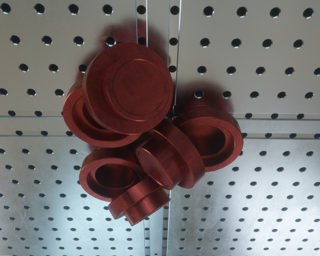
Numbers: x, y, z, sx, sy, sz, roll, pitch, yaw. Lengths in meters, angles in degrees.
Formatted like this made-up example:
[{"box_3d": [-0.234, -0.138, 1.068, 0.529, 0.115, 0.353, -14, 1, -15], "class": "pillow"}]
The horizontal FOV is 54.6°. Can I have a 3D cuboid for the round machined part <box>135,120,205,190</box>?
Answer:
[{"box_3d": [0.007, 0.040, 0.394, 0.042, 0.098, 0.098, -38, 133, -23], "class": "round machined part"}]

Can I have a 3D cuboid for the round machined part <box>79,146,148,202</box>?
[{"box_3d": [-0.064, 0.063, 0.452, 0.099, 0.042, 0.097, 0, 130, 0], "class": "round machined part"}]

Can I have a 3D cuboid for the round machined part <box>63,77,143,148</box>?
[{"box_3d": [-0.063, -0.025, 0.377, 0.099, 0.042, 0.097, 0, 130, 0], "class": "round machined part"}]

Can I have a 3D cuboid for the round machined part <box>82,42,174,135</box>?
[{"box_3d": [-0.028, -0.041, 0.329, 0.099, 0.042, 0.097, -1, 93, -26], "class": "round machined part"}]

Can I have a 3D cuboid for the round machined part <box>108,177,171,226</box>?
[{"box_3d": [-0.023, 0.107, 0.453, 0.098, 0.042, 0.098, -32, 166, -9], "class": "round machined part"}]

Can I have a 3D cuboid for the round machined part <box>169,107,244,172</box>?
[{"box_3d": [0.056, 0.011, 0.409, 0.099, 0.042, 0.097, 0, 130, 0], "class": "round machined part"}]
